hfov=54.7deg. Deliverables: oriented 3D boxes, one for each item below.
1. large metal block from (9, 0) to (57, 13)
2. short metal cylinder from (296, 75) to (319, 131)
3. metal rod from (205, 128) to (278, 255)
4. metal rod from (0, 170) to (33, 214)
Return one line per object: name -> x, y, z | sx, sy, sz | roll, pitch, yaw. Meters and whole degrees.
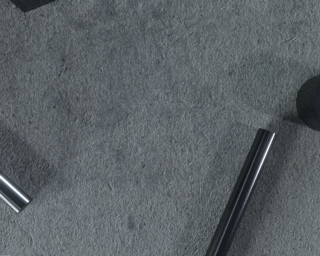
large metal block -> -0.176, -0.202, 0.380 | 0.050, 0.080, 0.080 | -22, 90, 0
short metal cylinder -> 0.227, -0.034, 0.401 | 0.081, 0.050, 0.079 | 0, 90, -1
metal rod -> 0.085, 0.142, 0.411 | 0.025, 0.025, 0.299 | 23, 90, -1
metal rod -> -0.289, 0.003, 0.406 | 0.300, 0.025, 0.025 | 42, 90, -1
